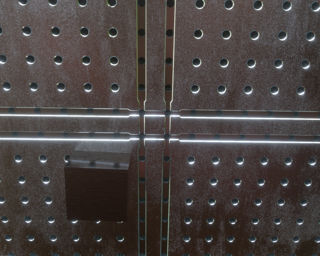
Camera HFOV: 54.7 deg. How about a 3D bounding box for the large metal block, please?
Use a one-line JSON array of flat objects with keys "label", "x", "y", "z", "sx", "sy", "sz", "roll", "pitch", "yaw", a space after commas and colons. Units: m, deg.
[{"label": "large metal block", "x": -0.083, "y": 0.080, "z": 0.428, "sx": 0.081, "sy": 0.050, "sz": 0.079, "roll": 3, "pitch": 110, "yaw": -2}]
